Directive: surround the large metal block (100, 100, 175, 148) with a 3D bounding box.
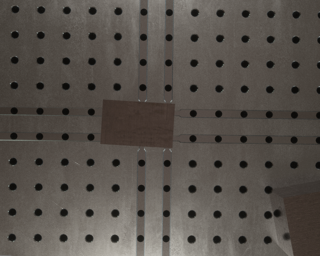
[{"bbox_3d":[-0.025,-0.005,0.386,0.081,0.080,0.050,3,90,-1],"label":"large metal block"}]

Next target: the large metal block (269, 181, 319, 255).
[{"bbox_3d":[0.197,0.118,0.404,0.080,0.050,0.080,-10,90,-1],"label":"large metal block"}]
